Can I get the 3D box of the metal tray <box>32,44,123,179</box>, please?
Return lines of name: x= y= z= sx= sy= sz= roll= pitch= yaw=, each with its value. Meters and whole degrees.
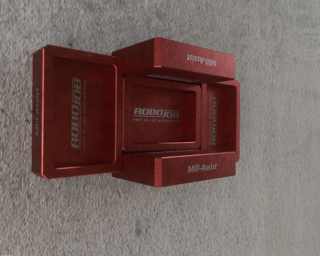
metal tray: x=-0.086 y=-0.015 z=0.332 sx=0.091 sy=0.030 sz=0.129 roll=1 pitch=90 yaw=-40

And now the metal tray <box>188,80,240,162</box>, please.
metal tray: x=0.084 y=-0.011 z=0.476 sx=0.091 sy=0.030 sz=0.129 roll=1 pitch=90 yaw=-40

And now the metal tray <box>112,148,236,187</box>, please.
metal tray: x=0.019 y=0.044 z=0.380 sx=0.131 sy=0.090 sz=0.030 roll=0 pitch=90 yaw=-40

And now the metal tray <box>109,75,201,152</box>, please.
metal tray: x=-0.002 y=-0.016 z=0.404 sx=0.131 sy=0.030 sz=0.089 roll=1 pitch=90 yaw=-40

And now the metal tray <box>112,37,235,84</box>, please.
metal tray: x=0.018 y=-0.076 z=0.381 sx=0.131 sy=0.090 sz=0.030 roll=0 pitch=90 yaw=-40
